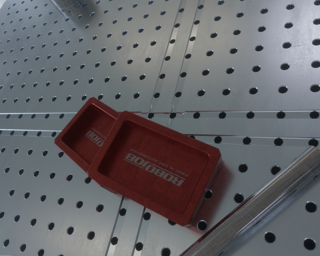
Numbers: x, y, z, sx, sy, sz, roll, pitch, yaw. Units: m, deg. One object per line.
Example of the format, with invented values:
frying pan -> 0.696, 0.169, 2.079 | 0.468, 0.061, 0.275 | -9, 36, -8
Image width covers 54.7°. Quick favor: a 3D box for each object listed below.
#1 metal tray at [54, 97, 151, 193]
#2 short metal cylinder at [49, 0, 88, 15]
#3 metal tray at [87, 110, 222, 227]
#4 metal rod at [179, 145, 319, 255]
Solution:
metal tray -> -0.081, 0.019, 0.435 | 0.130, 0.030, 0.090 | 31, 79, 37
short metal cylinder -> -0.203, -0.296, 0.681 | 0.080, 0.050, 0.080 | -13, 56, 21
metal tray -> -0.006, 0.044, 0.357 | 0.130, 0.030, 0.090 | 23, 76, 20
metal rod -> 0.044, 0.123, 0.309 | 0.300, 0.025, 0.025 | -40, 51, 0
